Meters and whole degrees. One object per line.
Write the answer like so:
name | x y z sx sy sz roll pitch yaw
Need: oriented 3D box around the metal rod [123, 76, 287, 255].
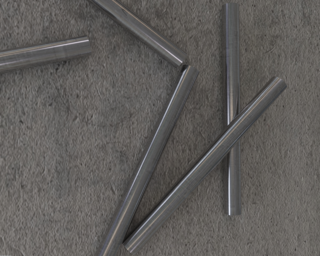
metal rod | 0.063 0.045 0.413 0.300 0.025 0.025 -46 105 -7

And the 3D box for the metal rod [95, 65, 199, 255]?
metal rod | -0.019 0.054 0.401 0.025 0.025 0.299 28 81 -18

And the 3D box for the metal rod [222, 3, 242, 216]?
metal rod | 0.103 -0.026 0.446 0.025 0.025 0.298 -1 90 -20

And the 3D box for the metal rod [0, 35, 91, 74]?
metal rod | -0.224 -0.058 0.326 0.302 0.025 0.025 -17 96 -19

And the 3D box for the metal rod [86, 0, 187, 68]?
metal rod | -0.091 -0.171 0.374 0.301 0.025 0.025 34 79 -17
